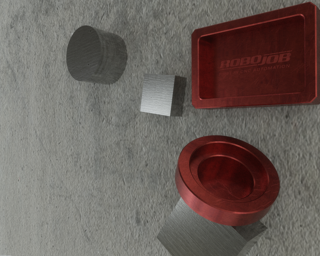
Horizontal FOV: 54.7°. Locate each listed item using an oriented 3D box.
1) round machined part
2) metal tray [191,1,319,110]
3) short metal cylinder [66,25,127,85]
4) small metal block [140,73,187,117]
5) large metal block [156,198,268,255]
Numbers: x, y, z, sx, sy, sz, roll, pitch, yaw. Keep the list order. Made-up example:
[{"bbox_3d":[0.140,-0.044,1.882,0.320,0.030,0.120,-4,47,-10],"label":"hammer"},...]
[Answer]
[{"bbox_3d":[0.063,0.055,0.310,0.098,0.099,0.042,41,140,32],"label":"round machined part"},{"bbox_3d":[0.095,-0.067,0.321,0.130,0.030,0.089,0,90,39],"label":"metal tray"},{"bbox_3d":[-0.096,-0.107,0.465,0.080,0.050,0.079,0,90,39],"label":"short metal cylinder"},{"bbox_3d":[0.004,-0.043,0.400,0.050,0.025,0.050,11,97,39],"label":"small metal block"},{"bbox_3d":[0.055,0.116,0.342,0.080,0.050,0.079,41,115,32],"label":"large metal block"}]
